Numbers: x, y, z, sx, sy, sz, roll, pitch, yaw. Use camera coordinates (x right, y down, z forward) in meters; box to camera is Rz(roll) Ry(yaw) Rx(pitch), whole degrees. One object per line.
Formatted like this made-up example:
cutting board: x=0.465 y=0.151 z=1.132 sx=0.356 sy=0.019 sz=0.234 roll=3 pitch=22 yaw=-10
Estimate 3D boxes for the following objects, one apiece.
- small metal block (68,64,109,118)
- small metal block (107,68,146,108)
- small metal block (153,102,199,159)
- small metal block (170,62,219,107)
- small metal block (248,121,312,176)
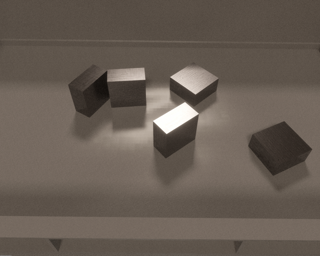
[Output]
small metal block: x=-0.096 y=-0.051 z=0.431 sx=0.025 sy=0.050 sz=0.050 roll=26 pitch=55 yaw=20
small metal block: x=-0.046 y=-0.056 z=0.435 sx=0.050 sy=0.050 sz=0.025 roll=-4 pitch=51 yaw=-4
small metal block: x=0.019 y=0.003 z=0.386 sx=0.050 sy=0.050 sz=0.025 roll=-31 pitch=57 yaw=-24
small metal block: x=0.050 y=-0.065 z=0.461 sx=0.050 sy=0.025 sz=0.050 roll=-36 pitch=59 yaw=-27
small metal block: x=0.149 y=0.025 z=0.386 sx=0.050 sy=0.025 sz=0.050 roll=-20 pitch=53 yaw=-17
